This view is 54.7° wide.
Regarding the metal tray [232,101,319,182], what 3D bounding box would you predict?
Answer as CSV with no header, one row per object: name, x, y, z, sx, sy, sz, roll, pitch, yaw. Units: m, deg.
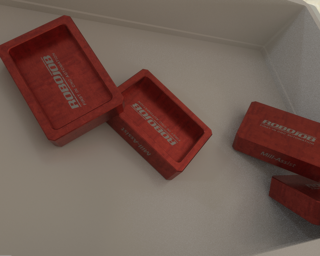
metal tray,0.185,0.016,0.460,0.130,0.030,0.090,22,48,17

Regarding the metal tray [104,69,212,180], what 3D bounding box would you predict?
metal tray,-0.004,-0.008,0.406,0.130,0.030,0.090,44,51,2

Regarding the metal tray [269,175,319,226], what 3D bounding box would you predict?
metal tray,0.231,0.094,0.425,0.131,0.090,0.030,2,102,-19

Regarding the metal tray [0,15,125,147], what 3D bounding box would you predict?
metal tray,-0.111,-0.055,0.354,0.090,0.030,0.130,-31,78,-12
